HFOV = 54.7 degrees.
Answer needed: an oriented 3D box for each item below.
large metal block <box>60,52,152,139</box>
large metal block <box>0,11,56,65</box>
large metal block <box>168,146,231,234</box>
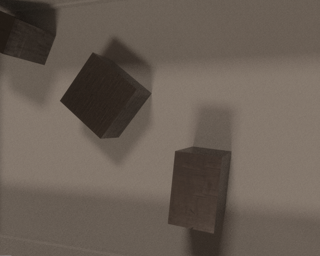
[{"bbox_3d":[-0.073,-0.042,0.422,0.080,0.050,0.080,41,103,15],"label":"large metal block"},{"bbox_3d":[-0.219,-0.138,0.456,0.080,0.080,0.050,27,99,17],"label":"large metal block"},{"bbox_3d":[0.049,0.067,0.363,0.050,0.080,0.079,6,92,19],"label":"large metal block"}]
